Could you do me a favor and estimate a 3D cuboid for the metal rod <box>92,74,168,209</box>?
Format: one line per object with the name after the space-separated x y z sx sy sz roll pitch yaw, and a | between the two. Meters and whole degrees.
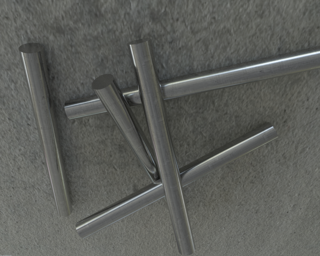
-0.014 0.048 0.428 0.025 0.025 0.299 -14 135 11 | metal rod

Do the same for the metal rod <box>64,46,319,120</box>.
0.033 -0.051 0.364 0.301 0.025 0.025 -11 130 8 | metal rod

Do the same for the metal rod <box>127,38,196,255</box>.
0.009 0.042 0.382 0.025 0.025 0.298 -10 115 7 | metal rod

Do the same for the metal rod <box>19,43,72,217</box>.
-0.150 0.027 0.428 0.025 0.025 0.298 3 130 -3 | metal rod

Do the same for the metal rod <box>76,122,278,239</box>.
0.019 0.074 0.427 0.301 0.025 0.025 -29 126 5 | metal rod
